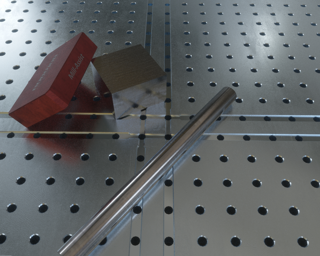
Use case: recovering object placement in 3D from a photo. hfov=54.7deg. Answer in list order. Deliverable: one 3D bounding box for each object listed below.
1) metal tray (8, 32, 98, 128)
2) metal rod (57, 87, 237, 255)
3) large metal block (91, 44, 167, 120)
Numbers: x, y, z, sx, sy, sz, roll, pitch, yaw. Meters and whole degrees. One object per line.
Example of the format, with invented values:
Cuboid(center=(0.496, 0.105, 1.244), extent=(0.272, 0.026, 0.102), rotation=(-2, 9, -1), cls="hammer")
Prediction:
Cuboid(center=(-0.145, -0.069, 0.429), extent=(0.090, 0.030, 0.130), rotation=(-19, 41, 33), cls="metal tray")
Cuboid(center=(0.005, 0.039, 0.374), extent=(0.025, 0.025, 0.301), rotation=(32, 57, 24), cls="metal rod")
Cuboid(center=(-0.045, -0.069, 0.449), extent=(0.081, 0.050, 0.080), rotation=(-22, 54, -18), cls="large metal block")
